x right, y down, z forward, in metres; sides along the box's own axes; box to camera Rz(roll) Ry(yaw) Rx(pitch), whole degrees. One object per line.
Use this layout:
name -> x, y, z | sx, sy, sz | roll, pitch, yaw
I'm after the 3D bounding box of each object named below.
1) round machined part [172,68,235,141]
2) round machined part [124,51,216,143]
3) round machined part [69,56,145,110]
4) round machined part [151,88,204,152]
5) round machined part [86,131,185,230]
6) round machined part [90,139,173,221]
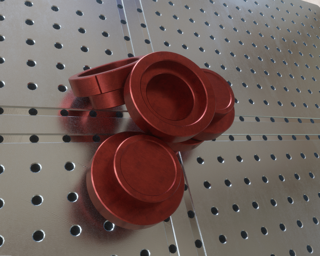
round machined part -> 0.055, -0.037, 0.393 | 0.099, 0.042, 0.098 | 14, 55, -20
round machined part -> 0.008, -0.030, 0.337 | 0.099, 0.042, 0.098 | 9, 66, -22
round machined part -> -0.055, -0.054, 0.375 | 0.099, 0.098, 0.042 | -31, 114, -38
round machined part -> 0.027, -0.023, 0.398 | 0.099, 0.042, 0.098 | 13, 56, -21
round machined part -> -0.018, 0.046, 0.305 | 0.099, 0.042, 0.098 | 13, 56, -21
round machined part -> -0.023, 0.047, 0.329 | 0.099, 0.042, 0.098 | 13, 56, -21
